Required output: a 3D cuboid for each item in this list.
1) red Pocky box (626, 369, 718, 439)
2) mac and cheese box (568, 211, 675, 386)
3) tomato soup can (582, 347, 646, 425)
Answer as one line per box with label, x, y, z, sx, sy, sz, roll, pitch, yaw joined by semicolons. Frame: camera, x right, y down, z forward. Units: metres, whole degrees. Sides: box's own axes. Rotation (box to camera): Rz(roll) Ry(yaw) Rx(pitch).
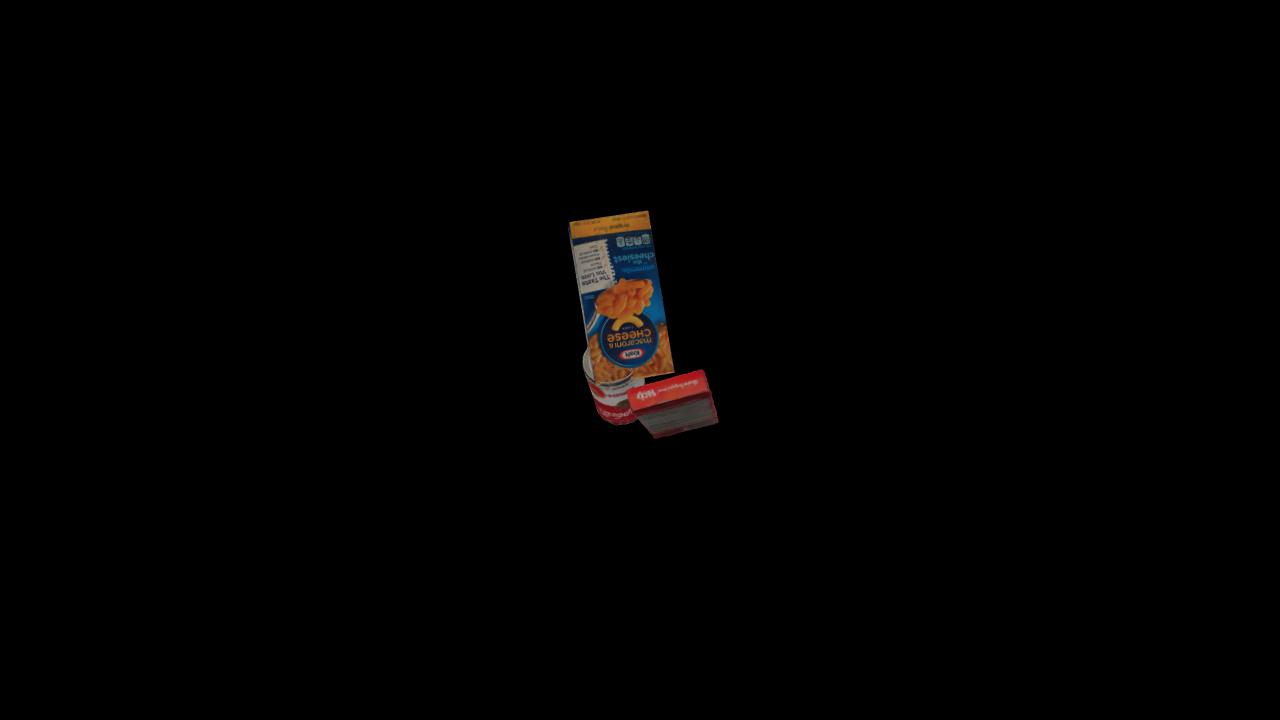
red Pocky box;0.041;0.052;0.678;0.083;0.028;0.155;-14;-19;6
mac and cheese box;-0.022;-0.068;0.693;0.093;0.184;0.041;-10;0;-9
tomato soup can;-0.027;0.024;0.726;0.068;0.068;0.101;0;-32;7
